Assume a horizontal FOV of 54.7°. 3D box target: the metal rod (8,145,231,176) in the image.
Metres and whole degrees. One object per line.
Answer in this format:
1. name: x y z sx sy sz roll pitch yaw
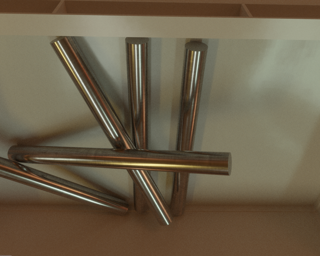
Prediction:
1. metal rod: -0.066 0.037 0.384 0.301 0.025 0.025 0 133 21

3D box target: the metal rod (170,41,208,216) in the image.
1. metal rod: 0.034 0.025 0.430 0.025 0.025 0.298 1 130 -2

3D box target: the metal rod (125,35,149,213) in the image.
1. metal rod: -0.028 0.019 0.425 0.025 0.025 0.298 1 130 -1

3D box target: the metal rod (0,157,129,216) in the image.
1. metal rod: -0.172 0.074 0.442 0.301 0.025 0.025 29 125 -33

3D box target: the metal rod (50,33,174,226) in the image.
1. metal rod: -0.048 0.022 0.400 0.025 0.025 0.299 -18 120 14
